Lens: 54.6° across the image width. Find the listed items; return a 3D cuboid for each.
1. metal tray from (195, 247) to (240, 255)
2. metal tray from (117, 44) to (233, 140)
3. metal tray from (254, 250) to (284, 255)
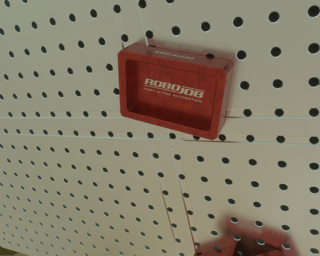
[{"bbox_3d":[0.119,0.259,0.506,0.090,0.030,0.130,-34,100,38],"label":"metal tray"},{"bbox_3d":[0.014,-0.044,0.373,0.130,0.030,0.089,15,125,19],"label":"metal tray"},{"bbox_3d":[0.128,0.238,0.450,0.130,0.030,0.090,-20,102,11],"label":"metal tray"}]
